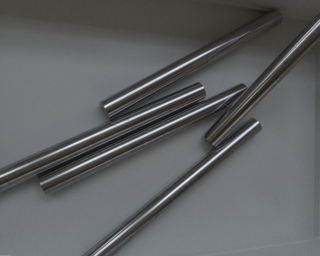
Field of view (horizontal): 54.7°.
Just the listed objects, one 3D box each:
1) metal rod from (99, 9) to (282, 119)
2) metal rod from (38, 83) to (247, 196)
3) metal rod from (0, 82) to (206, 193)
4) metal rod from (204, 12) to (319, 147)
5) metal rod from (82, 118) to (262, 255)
[{"bbox_3d":[0.054,-0.096,0.430,0.302,0.025,0.025,-31,100,-17],"label":"metal rod"},{"bbox_3d":[-0.007,0.007,0.407,0.302,0.025,0.025,-25,99,-18],"label":"metal rod"},{"bbox_3d":[-0.073,0.009,0.383,0.302,0.025,0.025,-25,99,-18],"label":"metal rod"},{"bbox_3d":[0.168,-0.090,0.403,0.025,0.025,0.299,38,105,-17],"label":"metal rod"},{"bbox_3d":[0.026,0.081,0.420,0.301,0.025,0.025,-37,102,-16],"label":"metal rod"}]
